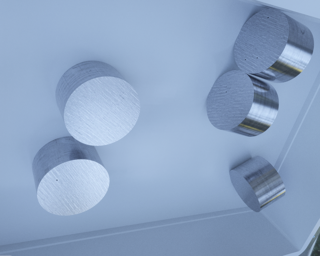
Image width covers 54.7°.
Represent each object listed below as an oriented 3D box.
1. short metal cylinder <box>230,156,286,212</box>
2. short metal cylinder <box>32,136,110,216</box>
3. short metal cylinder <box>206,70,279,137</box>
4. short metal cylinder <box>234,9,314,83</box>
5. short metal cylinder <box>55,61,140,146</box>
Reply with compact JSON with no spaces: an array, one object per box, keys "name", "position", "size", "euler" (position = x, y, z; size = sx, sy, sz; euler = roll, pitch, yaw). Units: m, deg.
[{"name":"short metal cylinder","position":[0.163,0.094,0.523],"size":[0.050,0.080,0.080],"euler":[-28,128,-11]},{"name":"short metal cylinder","position":[-0.107,0.057,0.370],"size":[0.081,0.050,0.079],"euler":[-14,125,-21]},{"name":"short metal cylinder","position":[0.109,-0.032,0.415],"size":[0.050,0.080,0.079],"euler":[13,111,-34]},{"name":"short metal cylinder","position":[0.141,-0.101,0.390],"size":[0.050,0.080,0.079],"euler":[11,113,-33]},{"name":"short metal cylinder","position":[-0.068,-0.027,0.339],"size":[0.081,0.050,0.079],"euler":[-14,125,-21]}]
